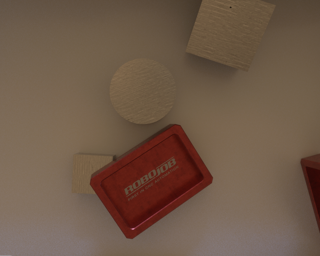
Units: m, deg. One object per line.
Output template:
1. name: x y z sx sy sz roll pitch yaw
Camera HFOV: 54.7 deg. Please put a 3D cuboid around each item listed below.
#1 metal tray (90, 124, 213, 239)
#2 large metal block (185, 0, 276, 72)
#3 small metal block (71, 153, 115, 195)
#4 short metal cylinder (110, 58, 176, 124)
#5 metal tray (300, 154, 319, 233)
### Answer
1. metal tray: -0.010 0.065 0.393 0.131 0.030 0.090 -33 97 -10
2. large metal block: 0.084 -0.125 0.386 0.080 0.050 0.079 18 113 -1
3. small metal block: -0.087 0.060 0.410 0.050 0.025 0.050 3 90 -1
4. short metal cylinder: -0.021 -0.045 0.399 0.081 0.050 0.079 0 90 -1
5. metal tray: 0.224 0.101 0.382 0.030 0.090 0.129 -15 90 0
